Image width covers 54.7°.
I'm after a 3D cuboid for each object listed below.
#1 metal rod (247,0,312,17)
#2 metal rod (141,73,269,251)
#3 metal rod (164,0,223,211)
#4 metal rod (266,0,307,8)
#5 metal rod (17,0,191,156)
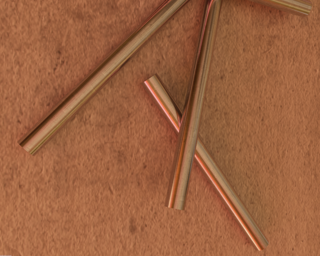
[{"bbox_3d":[0.084,-0.198,0.418,0.302,0.025,0.025,6,88,-22],"label":"metal rod"},{"bbox_3d":[0.069,0.055,0.435,0.025,0.025,0.299,-38,103,-16],"label":"metal rod"},{"bbox_3d":[0.048,-0.046,0.406,0.025,0.025,0.299,17,76,-20],"label":"metal rod"},{"bbox_3d":[0.085,-0.212,0.441,0.303,0.025,0.025,3,89,-21],"label":"metal rod"},{"bbox_3d":[-0.055,-0.085,0.389,0.025,0.025,0.301,46,76,-15],"label":"metal rod"}]
